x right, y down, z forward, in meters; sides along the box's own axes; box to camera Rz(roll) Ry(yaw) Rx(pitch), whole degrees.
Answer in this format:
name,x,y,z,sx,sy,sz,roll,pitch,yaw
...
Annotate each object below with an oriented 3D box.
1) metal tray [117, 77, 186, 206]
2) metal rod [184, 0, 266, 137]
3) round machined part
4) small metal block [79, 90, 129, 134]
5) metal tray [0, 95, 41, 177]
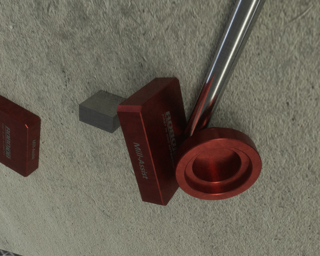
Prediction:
name,x,y,z,sx,sy,sz,roll,pitch,yaw
metal tray,0.001,0.015,0.371,0.030,0.090,0.129,4,120,30
metal rod,0.080,-0.104,0.299,0.025,0.025,0.298,27,128,11
round machined part,0.066,0.038,0.368,0.099,0.042,0.097,-1,127,-1
small metal block,-0.071,-0.023,0.412,0.050,0.050,0.025,21,126,15
metal tray,-0.260,0.017,0.548,0.090,0.030,0.129,28,128,10
